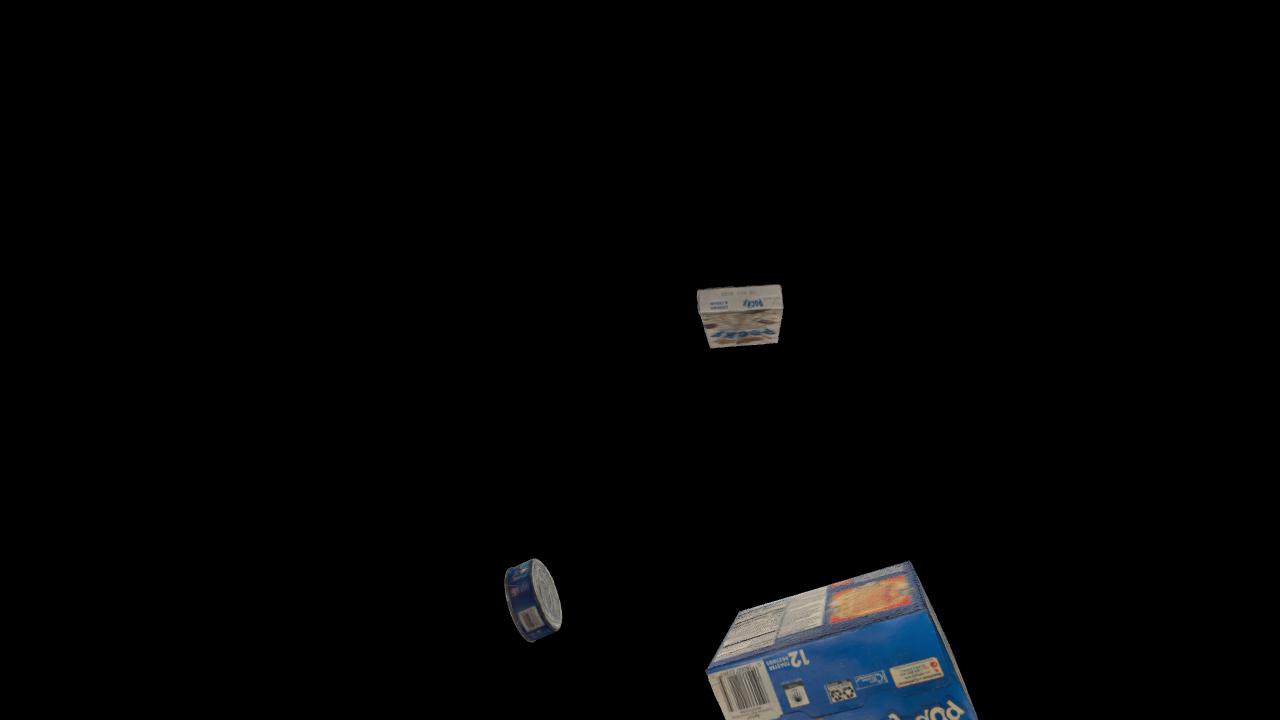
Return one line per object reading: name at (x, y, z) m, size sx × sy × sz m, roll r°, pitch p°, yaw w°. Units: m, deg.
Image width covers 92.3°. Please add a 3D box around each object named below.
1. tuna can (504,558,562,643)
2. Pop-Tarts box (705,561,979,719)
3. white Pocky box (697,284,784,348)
tuna can at (-0.119, 0.268, 0.691) m, size 0.034 × 0.084 × 0.084 m, roll -24°, pitch -1°, yaw 1°
Pop-Tarts box at (0.157, 0.239, 0.490) m, size 0.167 × 0.083 × 0.141 m, roll -23°, pitch -11°, yaw 16°
white Pocky box at (0.109, -0.045, 0.664) m, size 0.084 × 0.028 × 0.154 m, roll -4°, pitch -12°, yaw 10°
